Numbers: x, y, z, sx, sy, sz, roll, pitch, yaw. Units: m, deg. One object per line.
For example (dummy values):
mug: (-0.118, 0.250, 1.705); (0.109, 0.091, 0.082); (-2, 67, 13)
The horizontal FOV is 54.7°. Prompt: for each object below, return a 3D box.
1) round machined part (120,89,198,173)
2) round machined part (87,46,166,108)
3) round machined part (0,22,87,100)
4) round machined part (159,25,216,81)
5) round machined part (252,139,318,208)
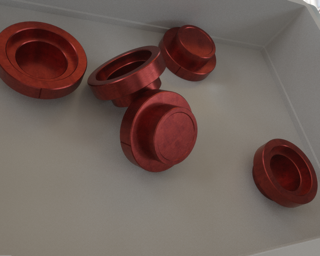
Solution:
round machined part: (0.006, 0.006, 0.362); (0.099, 0.042, 0.097); (-13, 110, -39)
round machined part: (-0.037, -0.062, 0.390); (0.098, 0.098, 0.042); (-53, 130, -39)
round machined part: (-0.140, -0.074, 0.365); (0.099, 0.042, 0.098); (14, 56, -21)
round machined part: (0.050, -0.127, 0.502); (0.099, 0.042, 0.098); (14, 56, -21)
round machined part: (0.175, 0.068, 0.450); (0.099, 0.042, 0.098); (14, 56, -21)
